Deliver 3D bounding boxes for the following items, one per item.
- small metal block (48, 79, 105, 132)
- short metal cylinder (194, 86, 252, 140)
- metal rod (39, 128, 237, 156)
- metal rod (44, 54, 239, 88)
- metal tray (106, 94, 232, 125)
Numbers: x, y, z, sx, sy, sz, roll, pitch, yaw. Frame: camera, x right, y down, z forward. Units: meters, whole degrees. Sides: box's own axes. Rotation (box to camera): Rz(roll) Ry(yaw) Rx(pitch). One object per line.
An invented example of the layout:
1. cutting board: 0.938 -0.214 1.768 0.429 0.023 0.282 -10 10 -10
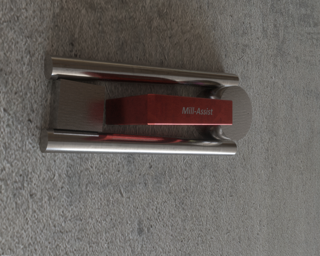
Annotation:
1. small metal block: -0.089 -0.023 0.332 0.050 0.025 0.050 5 87 -40
2. short metal cylinder: 0.095 -0.022 0.469 0.081 0.050 0.079 0 90 -40
3. metal rod: -0.001 0.023 0.406 0.302 0.025 0.025 5 87 -40
4. metal rod: 0.003 -0.069 0.409 0.302 0.025 0.025 -4 93 -40
5. metal tray: 0.013 -0.019 0.373 0.131 0.090 0.030 0 90 -40
